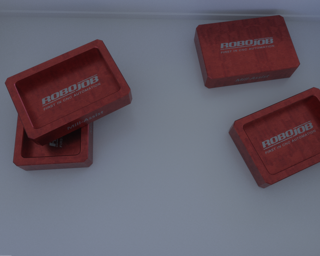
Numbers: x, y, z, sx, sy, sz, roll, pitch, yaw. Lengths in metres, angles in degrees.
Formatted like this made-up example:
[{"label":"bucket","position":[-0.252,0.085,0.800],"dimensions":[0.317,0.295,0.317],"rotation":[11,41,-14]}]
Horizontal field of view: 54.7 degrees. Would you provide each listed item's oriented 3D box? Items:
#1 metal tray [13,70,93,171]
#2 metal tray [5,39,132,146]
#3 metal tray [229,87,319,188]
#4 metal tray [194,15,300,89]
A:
[{"label":"metal tray","position":[-0.136,-0.012,0.409],"dimensions":[0.091,0.030,0.129],"rotation":[-3,70,-2]},{"label":"metal tray","position":[-0.112,-0.046,0.390],"dimensions":[0.131,0.030,0.090],"rotation":[-27,73,-10]},{"label":"metal tray","position":[0.169,0.011,0.404],"dimensions":[0.131,0.030,0.090],"rotation":[-23,72,-9]},{"label":"metal tray","position":[0.123,-0.111,0.449],"dimensions":[0.131,0.030,0.090],"rotation":[-8,70,-4]}]
